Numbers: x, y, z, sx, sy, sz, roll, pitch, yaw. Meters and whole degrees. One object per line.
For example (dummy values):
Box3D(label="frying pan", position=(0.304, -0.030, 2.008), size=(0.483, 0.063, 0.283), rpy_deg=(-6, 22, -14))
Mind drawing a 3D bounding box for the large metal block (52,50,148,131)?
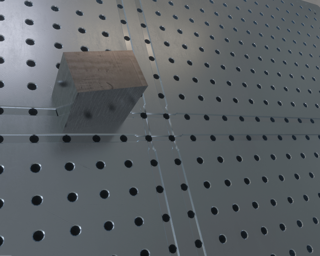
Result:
Box3D(label="large metal block", position=(-0.072, -0.043, 0.360), size=(0.081, 0.080, 0.050), rpy_deg=(-11, 67, -33))
